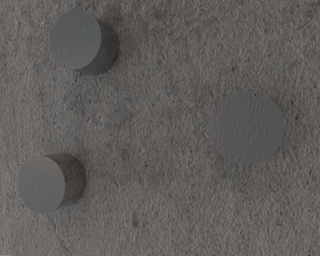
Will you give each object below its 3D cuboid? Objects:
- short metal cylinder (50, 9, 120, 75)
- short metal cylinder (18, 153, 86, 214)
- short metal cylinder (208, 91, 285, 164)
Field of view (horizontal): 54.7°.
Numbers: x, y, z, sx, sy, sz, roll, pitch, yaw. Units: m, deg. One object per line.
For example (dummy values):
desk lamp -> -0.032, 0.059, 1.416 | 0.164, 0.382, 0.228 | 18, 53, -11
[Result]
short metal cylinder -> -0.104, -0.117, 0.432 | 0.080, 0.050, 0.080 | 0, 90, 20
short metal cylinder -> -0.156, 0.078, 0.451 | 0.080, 0.050, 0.080 | 0, 90, 20
short metal cylinder -> 0.101, -0.001, 0.360 | 0.080, 0.050, 0.080 | 0, 90, 20
